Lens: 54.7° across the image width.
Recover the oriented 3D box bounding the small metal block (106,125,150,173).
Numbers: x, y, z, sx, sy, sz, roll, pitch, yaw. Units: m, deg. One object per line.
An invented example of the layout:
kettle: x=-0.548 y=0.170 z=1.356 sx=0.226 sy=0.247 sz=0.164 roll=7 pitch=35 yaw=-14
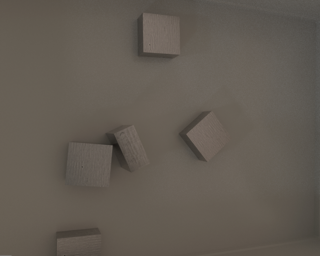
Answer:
small metal block: x=-0.041 y=0.024 z=0.382 sx=0.025 sy=0.050 sz=0.050 roll=-26 pitch=99 yaw=-19

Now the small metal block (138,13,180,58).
small metal block: x=-0.002 y=-0.121 z=0.409 sx=0.050 sy=0.025 sz=0.050 roll=-1 pitch=91 yaw=-20

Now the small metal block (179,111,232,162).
small metal block: x=0.064 y=0.011 z=0.434 sx=0.050 sy=0.025 sz=0.050 roll=-42 pitch=103 yaw=-15

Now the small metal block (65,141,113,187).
small metal block: x=-0.085 y=0.043 z=0.375 sx=0.050 sy=0.025 sz=0.050 roll=5 pitch=89 yaw=-10

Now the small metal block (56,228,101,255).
small metal block: x=-0.099 y=0.152 z=0.374 sx=0.050 sy=0.025 sz=0.050 roll=1 pitch=90 yaw=-20
